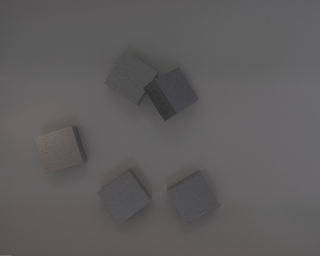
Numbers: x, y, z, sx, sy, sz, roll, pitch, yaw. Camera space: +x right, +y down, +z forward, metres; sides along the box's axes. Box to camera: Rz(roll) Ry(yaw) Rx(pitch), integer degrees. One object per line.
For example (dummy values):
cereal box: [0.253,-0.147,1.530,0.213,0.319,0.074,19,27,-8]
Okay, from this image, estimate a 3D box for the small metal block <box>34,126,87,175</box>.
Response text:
small metal block: [-0.130,0.029,0.410,0.050,0.025,0.050,-18,90,0]

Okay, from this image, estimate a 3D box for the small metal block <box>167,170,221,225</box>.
small metal block: [0.044,0.092,0.412,0.050,0.025,0.050,-30,90,0]

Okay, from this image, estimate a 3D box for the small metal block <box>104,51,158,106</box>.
small metal block: [-0.037,-0.065,0.410,0.050,0.025,0.050,34,90,1]

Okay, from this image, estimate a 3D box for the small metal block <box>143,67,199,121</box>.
small metal block: [0.015,-0.044,0.398,0.050,0.025,0.050,-33,91,-42]

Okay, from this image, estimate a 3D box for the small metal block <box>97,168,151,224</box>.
small metal block: [-0.046,0.089,0.411,0.050,0.025,0.050,-36,90,0]
